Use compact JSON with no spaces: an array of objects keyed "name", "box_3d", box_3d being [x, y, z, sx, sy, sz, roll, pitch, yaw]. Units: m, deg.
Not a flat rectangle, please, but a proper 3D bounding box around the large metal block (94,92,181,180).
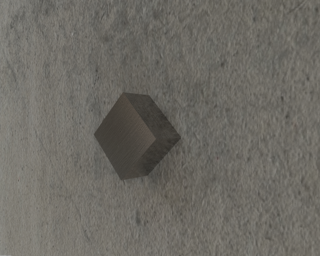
[{"name":"large metal block","box_3d":[-0.032,0.011,0.413,0.080,0.050,0.080,-51,61,28]}]
